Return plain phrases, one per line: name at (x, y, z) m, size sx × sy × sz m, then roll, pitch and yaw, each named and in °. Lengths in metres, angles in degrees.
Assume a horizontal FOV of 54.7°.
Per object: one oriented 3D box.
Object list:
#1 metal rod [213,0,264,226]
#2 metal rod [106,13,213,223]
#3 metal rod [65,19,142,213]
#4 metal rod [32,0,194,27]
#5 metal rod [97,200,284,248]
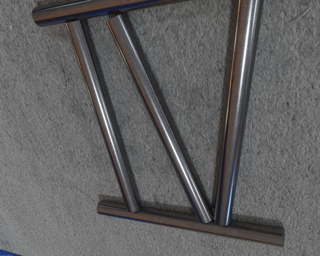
metal rod at (0.086, 0.002, 0.362) m, size 0.025 × 0.025 × 0.298 m, roll 12°, pitch 124°, yaw 21°
metal rod at (0.008, 0.001, 0.403) m, size 0.025 × 0.025 × 0.299 m, roll -12°, pitch 113°, yaw 33°
metal rod at (-0.073, -0.001, 0.443) m, size 0.025 × 0.025 × 0.298 m, roll 1°, pitch 119°, yaw 27°
metal rod at (-0.021, -0.140, 0.331) m, size 0.301 × 0.025 × 0.025 m, roll 1°, pitch 119°, yaw 27°
metal rod at (0.030, 0.143, 0.478) m, size 0.301 × 0.025 × 0.025 m, roll 1°, pitch 119°, yaw 27°
